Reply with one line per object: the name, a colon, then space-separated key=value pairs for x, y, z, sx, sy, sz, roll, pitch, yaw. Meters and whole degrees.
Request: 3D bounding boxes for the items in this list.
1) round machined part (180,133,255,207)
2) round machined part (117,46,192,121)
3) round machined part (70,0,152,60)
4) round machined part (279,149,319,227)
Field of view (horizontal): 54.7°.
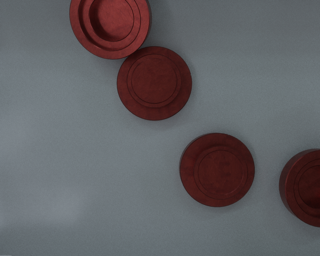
round machined part: x=0.075 y=0.055 z=0.404 sx=0.099 sy=0.042 sz=0.097 roll=0 pitch=90 yaw=-1
round machined part: x=-0.007 y=-0.058 z=0.403 sx=0.099 sy=0.042 sz=0.097 roll=0 pitch=90 yaw=-1
round machined part: x=-0.059 y=-0.139 z=0.390 sx=0.099 sy=0.042 sz=0.097 roll=2 pitch=115 yaw=6
round machined part: x=0.205 y=0.076 z=0.406 sx=0.099 sy=0.042 sz=0.097 roll=0 pitch=90 yaw=-1
